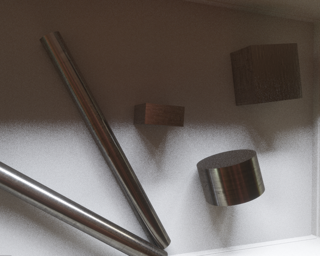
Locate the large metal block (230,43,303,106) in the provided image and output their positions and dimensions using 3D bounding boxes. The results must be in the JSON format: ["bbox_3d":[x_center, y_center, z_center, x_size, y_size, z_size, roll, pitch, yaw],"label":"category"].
[{"bbox_3d":[0.156,-0.078,0.457,0.081,0.050,0.079,-8,93,-20],"label":"large metal block"}]

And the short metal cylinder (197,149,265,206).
[{"bbox_3d":[0.095,0.065,0.418,0.081,0.080,0.050,-17,96,-20],"label":"short metal cylinder"}]

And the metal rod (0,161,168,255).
[{"bbox_3d":[-0.120,0.088,0.356,0.301,0.025,0.025,33,79,-14],"label":"metal rod"}]

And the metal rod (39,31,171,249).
[{"bbox_3d":[-0.063,0.024,0.387,0.025,0.025,0.299,-30,100,-18],"label":"metal rod"}]

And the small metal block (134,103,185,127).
[{"bbox_3d":[-0.002,-0.016,0.397,0.050,0.050,0.025,4,89,-20],"label":"small metal block"}]
